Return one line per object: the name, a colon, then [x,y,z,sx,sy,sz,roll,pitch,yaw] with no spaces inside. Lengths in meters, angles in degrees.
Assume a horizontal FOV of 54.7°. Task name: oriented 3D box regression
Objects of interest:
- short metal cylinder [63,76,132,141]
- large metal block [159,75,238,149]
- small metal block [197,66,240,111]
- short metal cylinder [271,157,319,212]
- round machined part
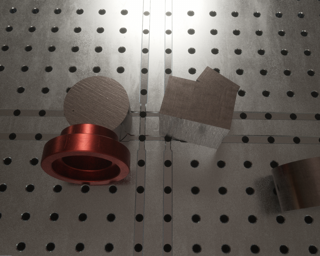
short metal cylinder: [-0.079,-0.021,0.405,0.081,0.050,0.080,0,70,0]
large metal block: [0.044,-0.017,0.389,0.080,0.080,0.050,13,71,4]
small metal block: [0.074,-0.049,0.417,0.050,0.050,0.025,35,74,11]
short metal cylinder: [0.177,0.067,0.360,0.081,0.080,0.050,-7,70,-3]
round machined part: [-0.084,0.029,0.362,0.099,0.098,0.042,-1,59,-1]
